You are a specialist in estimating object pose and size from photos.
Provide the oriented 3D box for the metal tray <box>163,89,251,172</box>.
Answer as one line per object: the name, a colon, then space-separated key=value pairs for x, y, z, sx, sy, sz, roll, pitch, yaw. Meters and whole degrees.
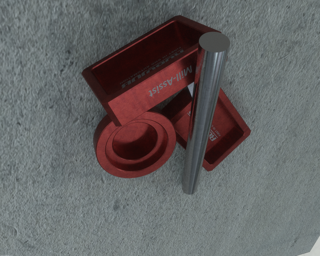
metal tray: x=0.066 y=-0.003 z=0.441 sx=0.090 sy=0.030 sz=0.130 roll=-44 pitch=130 yaw=2

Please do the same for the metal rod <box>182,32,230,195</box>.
metal rod: x=0.046 y=0.013 z=0.374 sx=0.025 sy=0.025 sz=0.299 roll=-24 pitch=149 yaw=-14

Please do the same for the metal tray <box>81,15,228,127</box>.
metal tray: x=-0.009 y=-0.065 z=0.322 sx=0.131 sy=0.090 sz=0.030 roll=-33 pitch=129 yaw=-8

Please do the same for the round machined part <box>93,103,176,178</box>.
round machined part: x=-0.033 y=0.011 z=0.383 sx=0.099 sy=0.042 sz=0.097 roll=-11 pitch=125 yaw=-15

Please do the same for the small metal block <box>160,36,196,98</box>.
small metal block: x=0.029 y=-0.070 z=0.360 sx=0.025 sy=0.050 sz=0.050 roll=-35 pitch=144 yaw=-2
